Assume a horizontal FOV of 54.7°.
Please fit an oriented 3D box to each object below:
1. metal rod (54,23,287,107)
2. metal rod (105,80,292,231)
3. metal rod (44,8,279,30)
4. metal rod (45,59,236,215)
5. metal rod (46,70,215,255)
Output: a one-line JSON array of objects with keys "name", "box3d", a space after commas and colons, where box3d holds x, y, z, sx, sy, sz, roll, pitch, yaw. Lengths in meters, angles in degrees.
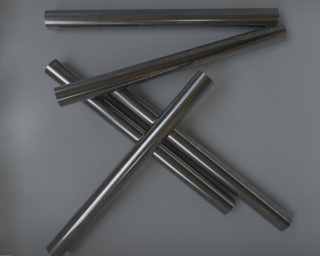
[{"name": "metal rod", "box3d": [0.019, -0.082, 0.395, 0.302, 0.025, 0.025, -18, 90, -7]}, {"name": "metal rod", "box3d": [0.049, 0.034, 0.411, 0.300, 0.025, 0.025, 38, 90, -1]}, {"name": "metal rod", "box3d": [0.003, -0.145, 0.410, 0.302, 0.025, 0.025, -1, 90, -1]}, {"name": "metal rod", "box3d": [-0.026, 0.012, 0.410, 0.300, 0.025, 0.025, 38, 90, -1]}, {"name": "metal rod", "box3d": [-0.041, 0.050, 0.390, 0.025, 0.025, 0.299, 41, 97, -1]}]
